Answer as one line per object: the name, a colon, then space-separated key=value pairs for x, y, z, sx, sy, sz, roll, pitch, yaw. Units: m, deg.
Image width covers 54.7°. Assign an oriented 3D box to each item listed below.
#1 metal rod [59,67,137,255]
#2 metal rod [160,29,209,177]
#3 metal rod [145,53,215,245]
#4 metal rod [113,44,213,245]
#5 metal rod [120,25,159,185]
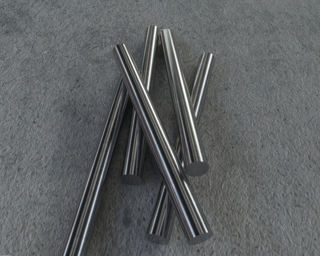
metal rod: x=-0.066 y=0.022 z=0.384 sx=0.025 sy=0.025 sz=0.300 roll=6 pitch=50 yaw=5
metal rod: x=0.025 y=-0.059 z=0.429 sx=0.025 sy=0.025 sz=0.300 roll=-4 pitch=43 yaw=-3
metal rod: x=0.036 y=0.000 z=0.402 sx=0.025 sy=0.025 sz=0.300 roll=12 pitch=51 yaw=10
metal rod: x=-0.011 y=-0.007 z=0.374 sx=0.025 sy=0.025 sz=0.300 roll=-15 pitch=52 yaw=-12
metal rod: x=-0.023 y=-0.055 z=0.449 sx=0.025 sy=0.025 sz=0.300 roll=3 pitch=50 yaw=2
